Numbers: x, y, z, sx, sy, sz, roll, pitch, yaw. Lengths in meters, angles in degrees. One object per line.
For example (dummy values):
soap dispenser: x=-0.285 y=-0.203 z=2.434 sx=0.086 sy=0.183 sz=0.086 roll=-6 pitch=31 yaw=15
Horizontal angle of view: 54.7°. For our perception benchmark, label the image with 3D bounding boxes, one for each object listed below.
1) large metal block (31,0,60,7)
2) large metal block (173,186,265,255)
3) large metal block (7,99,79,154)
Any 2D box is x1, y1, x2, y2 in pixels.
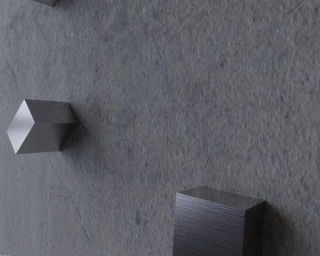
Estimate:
large metal block: x=-0.197 y=-0.277 z=0.548 sx=0.080 sy=0.050 sz=0.080 roll=-16 pitch=80 yaw=38
large metal block: x=0.063 y=0.113 z=0.336 sx=0.080 sy=0.050 sz=0.079 roll=6 pitch=94 yaw=39
large metal block: x=-0.201 y=-0.002 z=0.531 sx=0.080 sy=0.081 sz=0.050 roll=-48 pitch=62 yaw=29
